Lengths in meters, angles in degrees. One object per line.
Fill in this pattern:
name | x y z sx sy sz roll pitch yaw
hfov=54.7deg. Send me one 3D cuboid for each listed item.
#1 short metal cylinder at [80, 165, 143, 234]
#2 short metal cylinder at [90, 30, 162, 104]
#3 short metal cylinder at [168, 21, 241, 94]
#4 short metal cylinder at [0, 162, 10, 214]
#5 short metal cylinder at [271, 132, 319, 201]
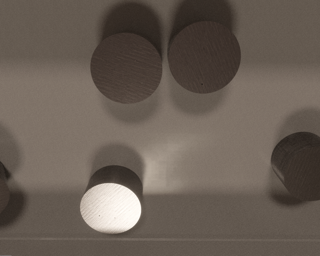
short metal cylinder | -0.065 0.099 0.434 0.081 0.050 0.079 0 110 -1
short metal cylinder | -0.038 -0.074 0.370 0.081 0.050 0.079 0 110 -1
short metal cylinder | 0.050 -0.086 0.367 0.081 0.050 0.079 0 110 -1
short metal cylinder | -0.245 0.080 0.407 0.081 0.050 0.079 -14 121 -25
short metal cylinder | 0.199 0.051 0.420 0.081 0.050 0.079 0 110 -1
